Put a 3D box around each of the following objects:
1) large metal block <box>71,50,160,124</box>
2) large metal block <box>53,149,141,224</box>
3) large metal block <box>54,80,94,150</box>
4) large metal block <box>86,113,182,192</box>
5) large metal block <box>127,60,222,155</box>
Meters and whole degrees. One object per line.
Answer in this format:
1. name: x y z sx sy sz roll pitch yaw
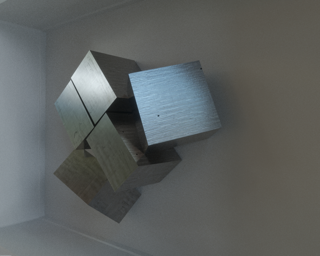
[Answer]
1. large metal block: -0.058 -0.051 0.415 0.050 0.081 0.080 -46 63 30
2. large metal block: -0.085 0.078 0.428 0.080 0.080 0.050 28 73 36
3. large metal block: -0.090 -0.018 0.441 0.050 0.081 0.080 -45 63 30
4. large metal block: -0.033 0.028 0.393 0.050 0.081 0.080 -49 61 29
5. large metal block: 0.013 -0.022 0.349 0.050 0.081 0.080 118 137 -72
